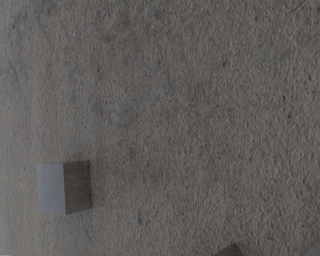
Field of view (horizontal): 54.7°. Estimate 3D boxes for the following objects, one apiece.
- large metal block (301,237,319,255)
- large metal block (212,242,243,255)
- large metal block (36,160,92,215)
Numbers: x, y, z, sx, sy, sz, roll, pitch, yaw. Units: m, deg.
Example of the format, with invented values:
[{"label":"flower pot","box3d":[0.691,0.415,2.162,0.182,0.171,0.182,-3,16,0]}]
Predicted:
[{"label":"large metal block","box3d":[0.147,0.110,0.248,0.050,0.081,0.080,45,117,30]},{"label":"large metal block","box3d":[0.063,0.185,0.336,0.080,0.050,0.080,-45,63,30]},{"label":"large metal block","box3d":[-0.162,0.098,0.523,0.080,0.050,0.080,-7,86,40]}]
